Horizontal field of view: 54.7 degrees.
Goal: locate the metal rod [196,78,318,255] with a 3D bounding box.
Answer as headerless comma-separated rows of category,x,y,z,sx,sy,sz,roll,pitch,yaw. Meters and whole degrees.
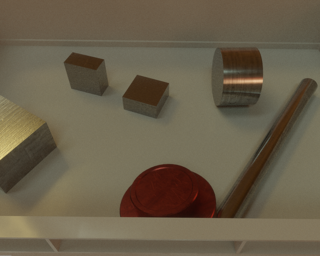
metal rod,0.133,0.029,0.382,0.025,0.025,0.301,29,56,22

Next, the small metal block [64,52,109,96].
small metal block,-0.107,-0.078,0.453,0.050,0.050,0.025,15,52,12

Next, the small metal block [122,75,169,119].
small metal block,-0.019,-0.046,0.443,0.050,0.025,0.050,17,52,13

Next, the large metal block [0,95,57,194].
large metal block,-0.189,0.017,0.372,0.080,0.050,0.080,27,55,20

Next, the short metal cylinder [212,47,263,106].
short metal cylinder,0.104,-0.071,0.431,0.050,0.080,0.080,-1,50,-1

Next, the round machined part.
round machined part,0.007,0.074,0.315,0.099,0.042,0.098,-7,36,5
